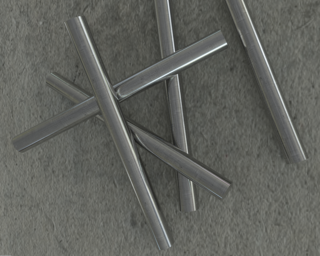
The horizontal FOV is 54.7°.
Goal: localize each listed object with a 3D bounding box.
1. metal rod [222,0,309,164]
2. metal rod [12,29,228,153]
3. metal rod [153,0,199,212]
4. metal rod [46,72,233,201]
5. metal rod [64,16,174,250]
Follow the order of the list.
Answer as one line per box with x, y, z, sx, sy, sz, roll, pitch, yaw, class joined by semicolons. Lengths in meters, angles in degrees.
0.108;-0.103;0.370;0.025;0.025;0.299;-21;83;18;metal rod
-0.058;-0.041;0.392;0.301;0.025;0.025;-26;82;11;metal rod
0.019;-0.044;0.401;0.025;0.025;0.298;-8;87;19;metal rod
-0.043;-0.001;0.405;0.300;0.025;0.025;31;100;23;metal rod
-0.045;0.015;0.378;0.025;0.025;0.298;-17;102;19;metal rod
